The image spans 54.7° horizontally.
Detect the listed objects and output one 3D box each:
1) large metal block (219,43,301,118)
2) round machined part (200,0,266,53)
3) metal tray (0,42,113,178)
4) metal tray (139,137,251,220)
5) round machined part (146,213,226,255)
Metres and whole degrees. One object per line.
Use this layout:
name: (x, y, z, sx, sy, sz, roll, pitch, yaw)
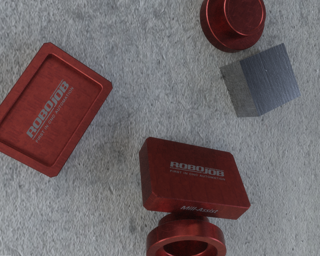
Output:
large metal block: (0.146, -0.068, 0.451, 0.081, 0.050, 0.080, -25, 99, -19)
round machined part: (0.110, -0.160, 0.442, 0.099, 0.042, 0.097, 0, 90, -21)
metal tray: (-0.127, -0.020, 0.359, 0.090, 0.030, 0.130, 33, 79, -17)
metal tray: (0.042, 0.064, 0.394, 0.131, 0.030, 0.090, 12, 42, -20)
round machined part: (0.032, 0.142, 0.395, 0.099, 0.042, 0.097, -1, 133, -1)
